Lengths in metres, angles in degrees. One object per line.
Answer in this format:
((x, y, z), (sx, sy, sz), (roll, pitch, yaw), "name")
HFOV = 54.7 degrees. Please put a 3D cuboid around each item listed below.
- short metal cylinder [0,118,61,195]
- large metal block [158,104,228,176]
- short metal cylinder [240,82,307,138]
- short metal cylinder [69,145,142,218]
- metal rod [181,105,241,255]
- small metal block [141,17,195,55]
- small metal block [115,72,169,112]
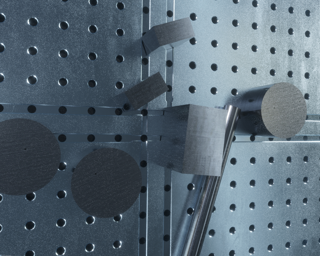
((-0.153, 0.030, 0.343), (0.081, 0.050, 0.080), (0, 90, -20), "short metal cylinder")
((0.039, 0.015, 0.398), (0.050, 0.080, 0.080), (7, 88, -20), "large metal block")
((0.168, -0.025, 0.461), (0.081, 0.050, 0.080), (0, 90, -20), "short metal cylinder")
((-0.068, 0.062, 0.374), (0.081, 0.050, 0.080), (0, 90, -20), "short metal cylinder")
((0.062, 0.113, 0.435), (0.025, 0.025, 0.299), (19, 83, -19), "metal rod")
((0.010, -0.119, 0.402), (0.050, 0.050, 0.025), (-21, 97, -19), "small metal block")
((-0.024, -0.044, 0.390), (0.050, 0.050, 0.025), (-33, 101, -17), "small metal block")
